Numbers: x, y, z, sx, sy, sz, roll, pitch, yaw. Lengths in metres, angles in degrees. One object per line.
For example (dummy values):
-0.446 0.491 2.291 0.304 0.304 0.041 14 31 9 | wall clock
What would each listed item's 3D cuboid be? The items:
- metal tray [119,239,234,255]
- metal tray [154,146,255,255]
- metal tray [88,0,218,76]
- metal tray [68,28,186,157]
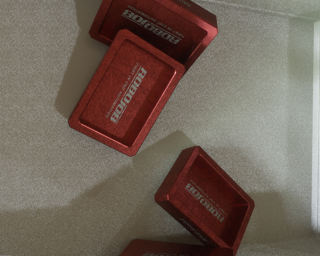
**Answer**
0.018 0.163 0.354 0.131 0.090 0.030 1 90 12 | metal tray
0.065 0.099 0.417 0.130 0.030 0.090 45 56 -15 | metal tray
-0.008 -0.122 0.373 0.131 0.090 0.030 23 45 -19 | metal tray
-0.041 -0.041 0.377 0.090 0.030 0.130 29 94 -18 | metal tray
